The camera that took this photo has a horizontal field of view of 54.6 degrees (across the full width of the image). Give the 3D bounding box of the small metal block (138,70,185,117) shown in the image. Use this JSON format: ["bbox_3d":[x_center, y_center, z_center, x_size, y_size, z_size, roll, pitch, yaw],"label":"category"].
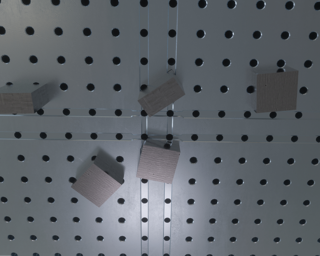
[{"bbox_3d":[0.002,-0.044,0.384,0.050,0.050,0.025,-32,107,11],"label":"small metal block"}]

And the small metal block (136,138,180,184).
[{"bbox_3d":[-0.003,0.045,0.430,0.050,0.025,0.050,12,110,-5],"label":"small metal block"}]

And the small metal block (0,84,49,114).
[{"bbox_3d":[-0.174,-0.037,0.385,0.050,0.050,0.025,-1,110,0],"label":"small metal block"}]

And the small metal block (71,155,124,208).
[{"bbox_3d":[-0.088,0.076,0.441,0.050,0.025,0.050,41,105,-14],"label":"small metal block"}]

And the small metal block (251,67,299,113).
[{"bbox_3d":[0.145,-0.049,0.397,0.050,0.025,0.050,-5,110,2],"label":"small metal block"}]
